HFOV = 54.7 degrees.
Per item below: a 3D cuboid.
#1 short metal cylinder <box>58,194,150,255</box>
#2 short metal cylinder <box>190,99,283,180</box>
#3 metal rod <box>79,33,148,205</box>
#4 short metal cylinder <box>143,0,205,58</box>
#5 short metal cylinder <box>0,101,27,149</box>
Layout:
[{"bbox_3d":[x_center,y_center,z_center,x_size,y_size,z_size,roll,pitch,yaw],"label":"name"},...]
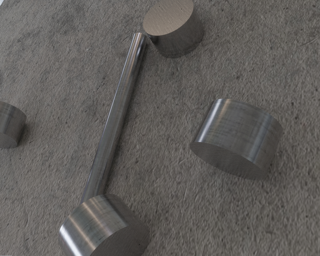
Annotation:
[{"bbox_3d":[-0.058,0.117,0.327,0.080,0.080,0.050,-49,51,-6],"label":"short metal cylinder"},{"bbox_3d":[0.078,0.013,0.320,0.080,0.080,0.050,16,70,34],"label":"short metal cylinder"},{"bbox_3d":[-0.062,-0.017,0.446,0.025,0.025,0.300,-1,61,27],"label":"metal rod"},{"bbox_3d":[0.021,-0.154,0.471,0.080,0.050,0.080,-13,56,21],"label":"short metal cylinder"},{"bbox_3d":[-0.271,-0.005,0.514,0.080,0.080,0.050,-7,59,24],"label":"short metal cylinder"}]
